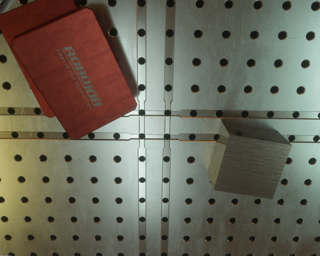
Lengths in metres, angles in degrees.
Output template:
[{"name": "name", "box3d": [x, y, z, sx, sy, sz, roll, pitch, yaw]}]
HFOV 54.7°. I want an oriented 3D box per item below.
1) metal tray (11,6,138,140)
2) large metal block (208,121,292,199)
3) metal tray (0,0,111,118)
[{"name": "metal tray", "box3d": [-0.093, -0.061, 0.358, 0.090, 0.030, 0.129, -28, 121, -8]}, {"name": "large metal block", "box3d": [0.117, 0.043, 0.418, 0.081, 0.050, 0.079, 10, 110, -4]}, {"name": "metal tray", "box3d": [-0.122, -0.087, 0.377, 0.090, 0.030, 0.129, -19, 109, 6]}]
